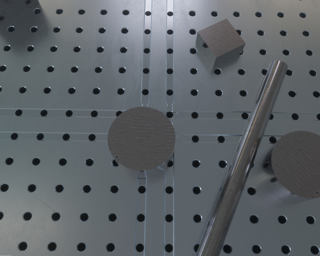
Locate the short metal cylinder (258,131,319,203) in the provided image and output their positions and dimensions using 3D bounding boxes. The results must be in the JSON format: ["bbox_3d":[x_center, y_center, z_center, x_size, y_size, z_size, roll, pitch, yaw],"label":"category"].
[{"bbox_3d":[0.169,0.049,0.382,0.081,0.050,0.080,0,70,0],"label":"short metal cylinder"}]

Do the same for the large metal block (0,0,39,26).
[{"bbox_3d":[-0.241,-0.208,0.457,0.080,0.080,0.050,-41,75,-13],"label":"large metal block"}]

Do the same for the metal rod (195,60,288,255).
[{"bbox_3d":[0.108,0.039,0.398,0.025,0.025,0.300,24,71,8],"label":"metal rod"}]

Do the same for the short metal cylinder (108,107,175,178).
[{"bbox_3d":[-0.022,0.020,0.391,0.081,0.050,0.080,0,70,0],"label":"short metal cylinder"}]

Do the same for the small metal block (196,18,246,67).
[{"bbox_3d":[0.089,-0.126,0.459,0.050,0.025,0.050,-27,72,-10],"label":"small metal block"}]
